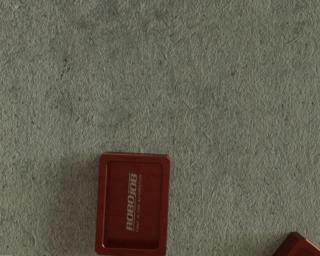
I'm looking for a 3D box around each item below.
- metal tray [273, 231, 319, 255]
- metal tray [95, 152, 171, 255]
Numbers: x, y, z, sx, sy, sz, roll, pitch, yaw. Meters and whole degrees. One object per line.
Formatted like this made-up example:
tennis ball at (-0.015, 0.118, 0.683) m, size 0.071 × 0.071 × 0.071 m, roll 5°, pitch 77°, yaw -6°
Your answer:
metal tray at (0.205, 0.213, 0.409) m, size 0.130 × 0.030 × 0.090 m, roll 39°, pitch 90°, yaw 0°
metal tray at (-0.034, 0.098, 0.407) m, size 0.091 × 0.030 × 0.129 m, roll 3°, pitch 90°, yaw 0°
